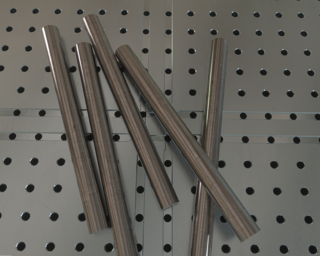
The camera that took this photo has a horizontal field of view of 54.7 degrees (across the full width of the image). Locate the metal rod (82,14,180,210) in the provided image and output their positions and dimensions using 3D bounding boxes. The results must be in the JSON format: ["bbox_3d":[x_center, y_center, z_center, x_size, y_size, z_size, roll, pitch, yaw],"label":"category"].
[{"bbox_3d":[-0.047,-0.034,0.423,0.025,0.025,0.299,-22,72,-8],"label":"metal rod"}]

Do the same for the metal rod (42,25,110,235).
[{"bbox_3d":[-0.117,-0.012,0.414,0.025,0.025,0.299,-17,71,-6],"label":"metal rod"}]

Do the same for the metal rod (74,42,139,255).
[{"bbox_3d":[-0.074,0.018,0.404,0.025,0.025,0.299,-14,71,-5],"label":"metal rod"}]

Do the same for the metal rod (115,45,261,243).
[{"bbox_3d":[0.022,0.002,0.392,0.025,0.025,0.299,-29,66,-10],"label":"metal rod"}]

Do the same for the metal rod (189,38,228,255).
[{"bbox_3d":[0.067,0.013,0.407,0.025,0.025,0.299,8,70,2],"label":"metal rod"}]
